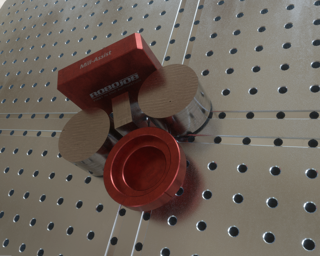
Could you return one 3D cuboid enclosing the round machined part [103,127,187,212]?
[{"bbox_3d":[-0.014,0.051,0.368,0.098,0.042,0.098,-13,56,21],"label":"round machined part"}]

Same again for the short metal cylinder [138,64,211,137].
[{"bbox_3d":[0.019,-0.035,0.399,0.080,0.050,0.080,-13,56,21],"label":"short metal cylinder"}]

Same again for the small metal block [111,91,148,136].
[{"bbox_3d":[-0.039,-0.012,0.414,0.025,0.050,0.050,-23,53,15],"label":"small metal block"}]

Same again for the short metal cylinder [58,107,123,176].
[{"bbox_3d":[-0.089,0.019,0.422,0.080,0.050,0.080,-13,56,21],"label":"short metal cylinder"}]

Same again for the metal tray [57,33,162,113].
[{"bbox_3d":[-0.065,-0.068,0.436,0.130,0.090,0.030,-22,54,16],"label":"metal tray"}]
